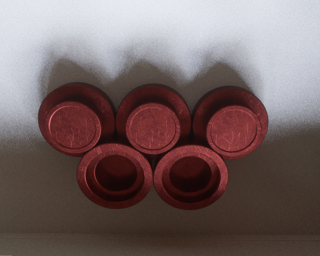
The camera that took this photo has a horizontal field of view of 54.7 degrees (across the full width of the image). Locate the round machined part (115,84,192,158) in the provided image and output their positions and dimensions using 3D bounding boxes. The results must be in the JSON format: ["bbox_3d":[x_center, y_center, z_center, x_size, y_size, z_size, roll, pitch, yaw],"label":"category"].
[{"bbox_3d":[-0.009,-0.005,0.398,0.099,0.042,0.097,0,109,0],"label":"round machined part"}]

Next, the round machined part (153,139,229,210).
[{"bbox_3d":[0.040,0.059,0.422,0.099,0.042,0.097,0,110,0],"label":"round machined part"}]

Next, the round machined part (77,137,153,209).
[{"bbox_3d":[-0.059,0.057,0.421,0.099,0.042,0.097,0,110,0],"label":"round machined part"}]

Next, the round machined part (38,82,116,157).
[{"bbox_3d":[-0.107,-0.007,0.396,0.099,0.042,0.097,0,109,-1],"label":"round machined part"}]

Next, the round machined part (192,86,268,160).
[{"bbox_3d":[0.091,-0.002,0.399,0.099,0.042,0.097,0,109,0],"label":"round machined part"}]
